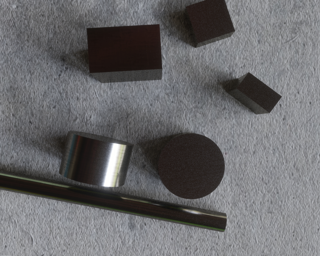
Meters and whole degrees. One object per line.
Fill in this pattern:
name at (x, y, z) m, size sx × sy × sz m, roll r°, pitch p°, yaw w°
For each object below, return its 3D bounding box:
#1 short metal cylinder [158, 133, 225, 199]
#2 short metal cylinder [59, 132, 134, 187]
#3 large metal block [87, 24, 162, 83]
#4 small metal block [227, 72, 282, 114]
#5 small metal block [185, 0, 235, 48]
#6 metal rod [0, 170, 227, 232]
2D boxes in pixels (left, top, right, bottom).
short metal cylinder at (0.038, 0.046, 0.398) m, size 0.081 × 0.050 × 0.079 m, roll 0°, pitch 90°, yaw -1°
short metal cylinder at (-0.078, 0.037, 0.382) m, size 0.080 × 0.080 × 0.050 m, roll 13°, pitch 90°, yaw -1°
large metal block at (-0.039, -0.088, 0.382) m, size 0.081 × 0.080 × 0.050 m, roll -4°, pitch 90°, yaw -1°
small metal block at (0.120, -0.043, 0.399) m, size 0.050 × 0.050 × 0.025 m, roll 36°, pitch 90°, yaw -1°
small metal block at (0.065, -0.141, 0.411) m, size 0.050 × 0.025 × 0.050 m, roll -19°, pitch 90°, yaw -1°
metal rod at (-0.063, 0.097, 0.409) m, size 0.302 × 0.025 × 0.025 m, roll 11°, pitch 90°, yaw -1°
